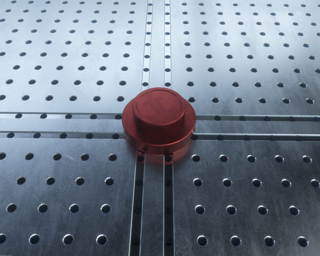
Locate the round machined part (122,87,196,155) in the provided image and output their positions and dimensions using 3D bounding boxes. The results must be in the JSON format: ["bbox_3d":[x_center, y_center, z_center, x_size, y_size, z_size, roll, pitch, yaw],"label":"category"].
[{"bbox_3d":[-0.001,-0.016,0.410,0.099,0.042,0.098,0,50,0],"label":"round machined part"}]
